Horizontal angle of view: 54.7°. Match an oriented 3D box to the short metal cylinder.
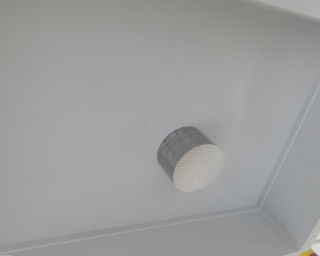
[{"bbox_3d":[0.043,0.045,0.446,0.081,0.050,0.079,-14,125,-21],"label":"short metal cylinder"}]
